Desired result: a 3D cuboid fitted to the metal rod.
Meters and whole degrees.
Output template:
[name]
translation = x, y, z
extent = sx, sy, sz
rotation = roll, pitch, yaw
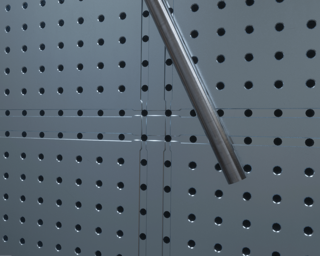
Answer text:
[metal rod]
translation = 0.036, -0.072, 0.399
extent = 0.025, 0.025, 0.299
rotation = -26, 82, 18
